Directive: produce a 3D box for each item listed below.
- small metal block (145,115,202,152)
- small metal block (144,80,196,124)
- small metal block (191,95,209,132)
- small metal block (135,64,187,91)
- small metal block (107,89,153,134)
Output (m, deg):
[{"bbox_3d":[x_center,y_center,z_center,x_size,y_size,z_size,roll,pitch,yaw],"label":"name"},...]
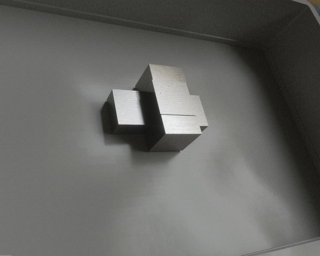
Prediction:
[{"bbox_3d":[0.016,0.007,0.389,0.050,0.050,0.025,1,62,-28],"label":"small metal block"},{"bbox_3d":[0.012,-0.032,0.396,0.050,0.025,0.050,1,61,-28],"label":"small metal block"},{"bbox_3d":[0.034,-0.019,0.433,0.050,0.025,0.050,1,61,-28],"label":"small metal block"},{"bbox_3d":[0.000,-0.059,0.423,0.050,0.050,0.025,1,62,-28],"label":"small metal block"},{"bbox_3d":[-0.037,-0.020,0.395,0.050,0.025,0.050,1,61,-28],"label":"small metal block"}]
